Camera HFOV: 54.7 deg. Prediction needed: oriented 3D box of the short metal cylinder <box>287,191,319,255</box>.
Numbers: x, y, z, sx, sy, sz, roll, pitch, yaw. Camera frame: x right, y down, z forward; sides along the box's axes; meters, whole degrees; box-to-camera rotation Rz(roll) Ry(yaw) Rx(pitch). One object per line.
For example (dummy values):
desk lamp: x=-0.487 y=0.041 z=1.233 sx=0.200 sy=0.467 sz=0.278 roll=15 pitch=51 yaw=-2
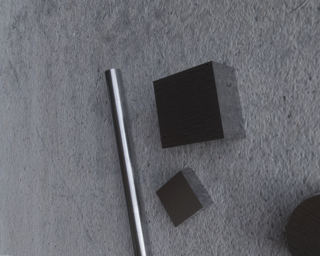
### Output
short metal cylinder: x=0.156 y=0.091 z=0.260 sx=0.080 sy=0.050 sz=0.079 roll=0 pitch=90 yaw=40

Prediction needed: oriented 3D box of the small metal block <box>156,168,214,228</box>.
small metal block: x=0.030 y=0.085 z=0.381 sx=0.050 sy=0.025 sz=0.050 roll=-46 pitch=63 yaw=30

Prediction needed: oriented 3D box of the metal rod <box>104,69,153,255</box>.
metal rod: x=-0.044 y=0.061 z=0.441 sx=0.025 sy=0.025 sz=0.298 roll=-17 pitch=79 yaw=39

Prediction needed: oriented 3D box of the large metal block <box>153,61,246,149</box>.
large metal block: x=0.044 y=-0.022 z=0.353 sx=0.080 sy=0.050 sz=0.080 roll=-13 pitch=82 yaw=39
